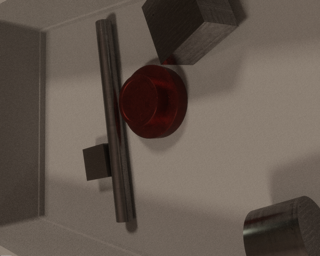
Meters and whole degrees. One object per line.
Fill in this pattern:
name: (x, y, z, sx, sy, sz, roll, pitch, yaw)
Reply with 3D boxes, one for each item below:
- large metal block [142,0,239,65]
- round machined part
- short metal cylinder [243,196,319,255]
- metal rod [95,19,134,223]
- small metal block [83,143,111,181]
large metal block: (0.030, -0.127, 0.351, 0.080, 0.050, 0.080, -35, 68, 51)
round machined part: (-0.016, -0.034, 0.407, 0.098, 0.042, 0.097, 0, 90, 39)
short metal cylinder: (0.118, 0.106, 0.273, 0.050, 0.081, 0.080, -30, 71, 36)
metal rod: (-0.068, -0.014, 0.460, 0.025, 0.025, 0.298, -12, 83, 39)
small metal block: (-0.091, 0.053, 0.479, 0.050, 0.025, 0.050, -17, 80, 38)
